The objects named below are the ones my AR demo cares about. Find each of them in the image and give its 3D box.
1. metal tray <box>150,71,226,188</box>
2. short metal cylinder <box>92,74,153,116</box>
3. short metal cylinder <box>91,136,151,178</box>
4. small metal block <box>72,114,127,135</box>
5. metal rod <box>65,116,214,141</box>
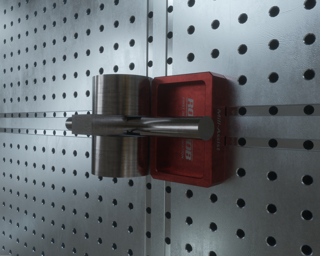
[{"bbox_3d":[0.032,0.001,0.379,0.090,0.030,0.129,2,91,40],"label":"metal tray"},{"bbox_3d":[-0.049,-0.041,0.412,0.080,0.081,0.050,1,91,40],"label":"short metal cylinder"},{"bbox_3d":[-0.051,0.035,0.415,0.080,0.081,0.050,2,92,40],"label":"short metal cylinder"},{"bbox_3d":[-0.078,-0.004,0.395,0.050,0.050,0.025,1,91,48],"label":"small metal block"},{"bbox_3d":[-0.053,-0.003,0.422,0.300,0.025,0.025,2,92,49],"label":"metal rod"}]
